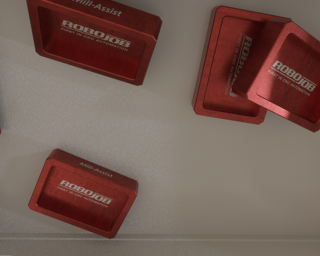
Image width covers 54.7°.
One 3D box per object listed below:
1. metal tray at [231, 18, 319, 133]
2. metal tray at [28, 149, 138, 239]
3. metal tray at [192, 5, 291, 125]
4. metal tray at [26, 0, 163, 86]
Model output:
[{"bbox_3d":[0.158,-0.056,0.361,0.131,0.030,0.090,20,104,-28],"label":"metal tray"},{"bbox_3d":[-0.108,0.096,0.442,0.131,0.030,0.089,24,108,-9],"label":"metal tray"},{"bbox_3d":[0.097,-0.075,0.381,0.091,0.030,0.129,9,110,-4],"label":"metal tray"},{"bbox_3d":[-0.072,-0.100,0.342,0.131,0.030,0.090,17,151,-7],"label":"metal tray"}]
